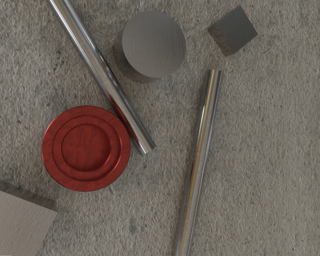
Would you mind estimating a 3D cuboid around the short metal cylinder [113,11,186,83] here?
[{"bbox_3d":[-0.014,-0.100,0.391,0.081,0.050,0.079,0,90,-21],"label":"short metal cylinder"}]

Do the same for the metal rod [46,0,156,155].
[{"bbox_3d":[-0.090,-0.098,0.376,0.025,0.025,0.299,-34,101,-17],"label":"metal rod"}]

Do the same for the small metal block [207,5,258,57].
[{"bbox_3d":[0.105,-0.140,0.449,0.050,0.025,0.050,-40,103,-16],"label":"small metal block"}]

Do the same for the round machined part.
[{"bbox_3d":[-0.088,0.023,0.368,0.099,0.042,0.097,0,90,-21],"label":"round machined part"}]

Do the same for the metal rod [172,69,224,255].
[{"bbox_3d":[0.049,0.067,0.428,0.025,0.025,0.298,12,86,-20],"label":"metal rod"}]

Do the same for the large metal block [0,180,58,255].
[{"bbox_3d":[-0.168,0.107,0.334,0.080,0.050,0.080,28,81,-18],"label":"large metal block"}]
